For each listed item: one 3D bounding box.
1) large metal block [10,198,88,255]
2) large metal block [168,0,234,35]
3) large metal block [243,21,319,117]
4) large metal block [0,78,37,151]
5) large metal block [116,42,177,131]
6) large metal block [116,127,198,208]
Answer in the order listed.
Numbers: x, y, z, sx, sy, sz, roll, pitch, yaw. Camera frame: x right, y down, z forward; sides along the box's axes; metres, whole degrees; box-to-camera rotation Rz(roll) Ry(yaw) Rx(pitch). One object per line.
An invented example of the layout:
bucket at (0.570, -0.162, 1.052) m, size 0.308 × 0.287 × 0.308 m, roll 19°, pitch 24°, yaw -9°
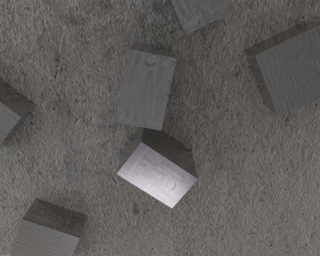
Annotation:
large metal block at (-0.163, 0.162, 0.455) m, size 0.080 × 0.050 × 0.079 m, roll 22°, pitch 109°, yaw -8°
large metal block at (0.031, -0.149, 0.326) m, size 0.050 × 0.080 × 0.080 m, roll -24°, pitch 109°, yaw 8°
large metal block at (0.158, -0.072, 0.371) m, size 0.080 × 0.050 × 0.080 m, roll -25°, pitch 108°, yaw 8°
large metal block at (-0.220, -0.018, 0.388) m, size 0.080 × 0.050 × 0.080 m, roll 39°, pitch 105°, yaw -13°
large metal block at (-0.015, -0.052, 0.361) m, size 0.050 × 0.080 × 0.079 m, roll 11°, pitch 110°, yaw -4°
large metal block at (-0.003, 0.042, 0.396) m, size 0.080 × 0.080 × 0.050 m, roll 34°, pitch 107°, yaw -12°
